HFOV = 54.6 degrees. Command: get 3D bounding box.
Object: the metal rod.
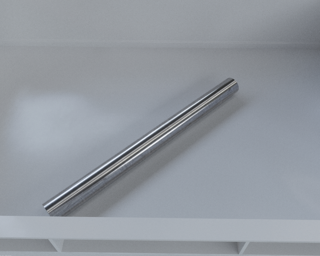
[{"bbox_3d":[-0.006,0.014,0.393,0.302,0.025,0.025,-34,58,-26],"label":"metal rod"}]
